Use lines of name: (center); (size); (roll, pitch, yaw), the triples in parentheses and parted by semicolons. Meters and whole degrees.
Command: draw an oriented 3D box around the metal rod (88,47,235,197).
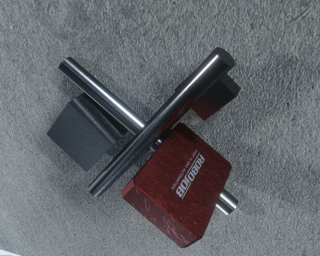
metal rod: (-0.019, 0.014, 0.392); (0.025, 0.025, 0.298); (43, 129, -2)

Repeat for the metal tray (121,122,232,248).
metal tray: (0.026, 0.059, 0.361); (0.090, 0.131, 0.030); (41, 130, 0)

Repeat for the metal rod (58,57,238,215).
metal rod: (-0.015, 0.011, 0.422); (0.300, 0.025, 0.025); (41, 129, 0)

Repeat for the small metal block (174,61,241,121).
small metal block: (0.054, -0.044, 0.352); (0.050, 0.025, 0.050); (46, 129, -4)

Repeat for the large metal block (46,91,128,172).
large metal block: (-0.103, 0.004, 0.445); (0.080, 0.050, 0.080); (45, 129, -4)
